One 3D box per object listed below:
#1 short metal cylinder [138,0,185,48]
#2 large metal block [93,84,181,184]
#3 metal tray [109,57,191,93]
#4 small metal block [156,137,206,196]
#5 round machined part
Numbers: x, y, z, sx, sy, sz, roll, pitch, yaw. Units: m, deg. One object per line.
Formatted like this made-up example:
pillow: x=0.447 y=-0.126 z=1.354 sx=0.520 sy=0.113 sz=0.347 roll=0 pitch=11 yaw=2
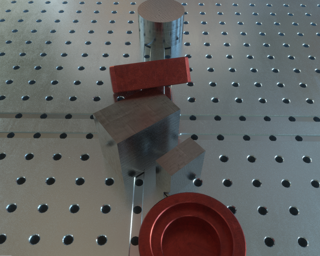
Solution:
short metal cylinder: x=0.002 y=-0.186 z=0.548 sx=0.081 sy=0.050 sz=0.080 roll=0 pitch=50 yaw=0
large metal block: x=-0.025 y=0.008 z=0.365 sx=0.081 sy=0.080 sz=0.050 roll=-29 pitch=56 yaw=-23
metal tray: x=-0.020 y=-0.069 z=0.411 sx=0.091 sy=0.030 sz=0.130 roll=-9 pitch=9 yaw=-8
small metal block: x=0.023 y=0.046 z=0.353 sx=0.050 sy=0.050 sz=0.025 roll=-33 pitch=58 yaw=-25
round machined part: x=0.029 y=0.116 z=0.300 sx=0.099 sy=0.042 sz=0.098 roll=0 pitch=50 yaw=0
